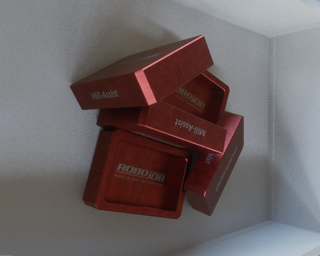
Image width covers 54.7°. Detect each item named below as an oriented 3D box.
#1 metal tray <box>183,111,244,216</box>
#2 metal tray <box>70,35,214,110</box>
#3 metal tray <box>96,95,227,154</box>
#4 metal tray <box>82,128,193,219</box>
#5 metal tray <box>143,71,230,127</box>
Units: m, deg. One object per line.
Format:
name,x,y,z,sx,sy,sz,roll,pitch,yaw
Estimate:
metal tray,0.083,0.051,0.447,0.130,0.030,0.090,-58,152,-24
metal tray,-0.023,-0.054,0.317,0.091,0.130,0.030,-37,113,-34
metal tray,0.004,0.000,0.366,0.131,0.090,0.030,20,78,-39
metal tray,-0.021,0.059,0.384,0.131,0.030,0.090,20,77,-38
metal tray,0.040,-0.043,0.437,0.131,0.030,0.090,27,73,-37
